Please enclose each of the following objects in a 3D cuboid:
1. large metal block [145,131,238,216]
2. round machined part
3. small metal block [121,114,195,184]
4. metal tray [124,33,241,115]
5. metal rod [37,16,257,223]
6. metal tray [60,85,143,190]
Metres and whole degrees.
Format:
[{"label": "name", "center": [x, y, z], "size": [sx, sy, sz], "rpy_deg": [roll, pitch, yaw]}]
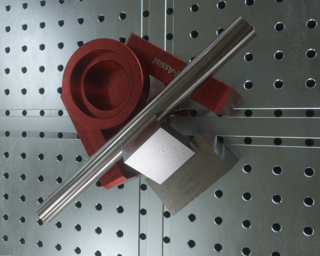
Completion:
[{"label": "large metal block", "center": [0.041, 0.050, 0.365], "size": [0.080, 0.080, 0.050], "rpy_deg": [-43, 77, 15]}, {"label": "round machined part", "center": [-0.056, -0.047, 0.349], "size": [0.098, 0.042, 0.097], "rpy_deg": [0, 90, 19]}, {"label": "small metal block", "center": [-0.002, 0.022, 0.312], "size": [0.050, 0.050, 0.025], "rpy_deg": [-44, 32, 14]}, {"label": "metal tray", "center": [0.028, -0.061, 0.367], "size": [0.130, 0.090, 0.030], "rpy_deg": [33, 102, 16]}, {"label": "metal rod", "center": [-0.026, 0.003, 0.325], "size": [0.299, 0.025, 0.025], "rpy_deg": [-42, 77, 14]}, {"label": "metal tray", "center": [-0.065, 0.008, 0.399], "size": [0.030, 0.090, 0.130], "rpy_deg": [-31, 80, 17]}]
